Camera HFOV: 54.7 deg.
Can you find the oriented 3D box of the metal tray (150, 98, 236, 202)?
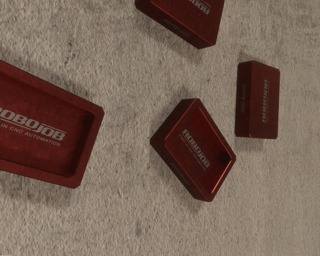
[{"bbox_3d":[0.053,0.033,0.448,0.090,0.030,0.130,-52,121,-27],"label":"metal tray"}]

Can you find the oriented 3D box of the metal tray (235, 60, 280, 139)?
[{"bbox_3d":[0.175,-0.047,0.552,0.091,0.030,0.129,5,87,-40],"label":"metal tray"}]

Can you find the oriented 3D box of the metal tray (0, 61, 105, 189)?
[{"bbox_3d":[-0.126,-0.001,0.296,0.131,0.030,0.090,26,74,-37],"label":"metal tray"}]

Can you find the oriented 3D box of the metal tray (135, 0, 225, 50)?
[{"bbox_3d":[0.034,-0.179,0.431,0.131,0.030,0.090,21,77,-38],"label":"metal tray"}]
